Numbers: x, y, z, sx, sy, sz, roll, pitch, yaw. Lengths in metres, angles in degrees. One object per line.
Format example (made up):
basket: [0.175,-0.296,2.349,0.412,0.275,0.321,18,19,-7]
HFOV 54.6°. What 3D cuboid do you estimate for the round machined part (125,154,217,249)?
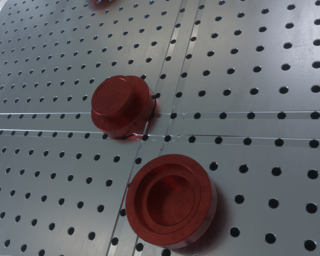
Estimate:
round machined part: [0.015,0.081,0.340,0.098,0.042,0.098,-13,56,21]

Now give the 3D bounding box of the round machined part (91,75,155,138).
round machined part: [-0.061,-0.038,0.454,0.098,0.042,0.098,-13,56,21]
